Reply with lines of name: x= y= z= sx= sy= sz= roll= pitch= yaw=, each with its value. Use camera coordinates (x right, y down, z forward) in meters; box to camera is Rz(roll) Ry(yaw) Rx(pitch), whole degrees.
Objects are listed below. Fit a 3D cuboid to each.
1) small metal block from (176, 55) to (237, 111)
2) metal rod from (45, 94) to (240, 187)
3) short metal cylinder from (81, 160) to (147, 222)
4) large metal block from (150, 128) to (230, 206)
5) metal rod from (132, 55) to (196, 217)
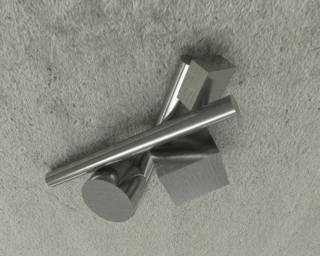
small metal block: x=0.052 y=-0.051 z=0.349 sx=0.050 sy=0.025 sz=0.050 roll=-18 pitch=143 yaw=-40
metal rod: x=-0.041 y=0.026 z=0.408 sx=0.300 sy=0.025 sz=0.025 roll=-23 pitch=127 yaw=26
short metal cylinder: x=-0.066 y=0.090 z=0.452 sx=0.080 sy=0.050 sz=0.079 roll=11 pitch=125 yaw=17
large metal block: x=0.041 y=0.052 z=0.418 sx=0.080 sy=0.050 sz=0.080 roll=-23 pitch=137 yaw=3
metal rod: x=-0.010 y=0.034 z=0.436 sx=0.025 sy=0.025 sz=0.298 roll=13 pitch=129 yaw=-11
